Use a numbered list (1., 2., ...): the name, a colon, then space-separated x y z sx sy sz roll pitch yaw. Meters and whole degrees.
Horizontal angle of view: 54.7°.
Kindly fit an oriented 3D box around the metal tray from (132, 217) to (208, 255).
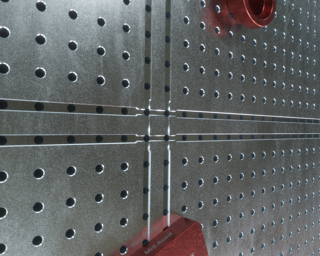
1. metal tray: 0.010 0.192 0.415 0.131 0.030 0.089 -25 106 -37

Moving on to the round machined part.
1. round machined part: 0.151 -0.217 0.524 0.099 0.042 0.097 -1 92 -40
